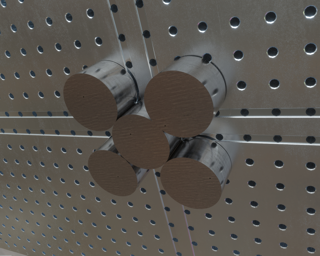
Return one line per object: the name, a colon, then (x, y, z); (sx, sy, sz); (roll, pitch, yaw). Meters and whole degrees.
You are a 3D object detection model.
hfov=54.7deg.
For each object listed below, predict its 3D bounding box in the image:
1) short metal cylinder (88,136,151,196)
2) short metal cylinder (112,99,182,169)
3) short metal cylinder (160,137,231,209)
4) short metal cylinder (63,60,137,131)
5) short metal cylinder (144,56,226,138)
short metal cylinder: (-0.057, 0.053, 0.455); (0.080, 0.050, 0.079); (13, 124, 20)
short metal cylinder: (-0.015, 0.007, 0.405); (0.080, 0.050, 0.079); (13, 124, 20)
short metal cylinder: (0.047, 0.058, 0.404); (0.080, 0.050, 0.079); (13, 124, 20)
short metal cylinder: (-0.078, -0.042, 0.407); (0.080, 0.050, 0.079); (13, 124, 20)
short metal cylinder: (0.029, -0.036, 0.354); (0.080, 0.050, 0.079); (13, 124, 20)
